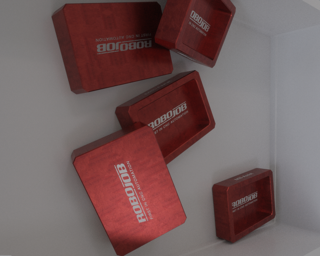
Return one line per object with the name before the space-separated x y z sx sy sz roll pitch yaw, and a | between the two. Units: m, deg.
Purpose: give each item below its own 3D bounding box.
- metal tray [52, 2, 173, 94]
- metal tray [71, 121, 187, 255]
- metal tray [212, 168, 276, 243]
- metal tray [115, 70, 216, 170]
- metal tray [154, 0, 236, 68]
metal tray | -0.048 -0.097 0.362 0.131 0.030 0.089 -20 103 -38
metal tray | -0.033 0.069 0.354 0.091 0.030 0.129 -25 107 -14
metal tray | 0.146 0.126 0.525 0.131 0.030 0.089 -10 96 -40
metal tray | 0.013 -0.013 0.414 0.131 0.030 0.090 -33 111 -35
metal tray | 0.050 -0.134 0.396 0.131 0.030 0.089 1 111 -61
